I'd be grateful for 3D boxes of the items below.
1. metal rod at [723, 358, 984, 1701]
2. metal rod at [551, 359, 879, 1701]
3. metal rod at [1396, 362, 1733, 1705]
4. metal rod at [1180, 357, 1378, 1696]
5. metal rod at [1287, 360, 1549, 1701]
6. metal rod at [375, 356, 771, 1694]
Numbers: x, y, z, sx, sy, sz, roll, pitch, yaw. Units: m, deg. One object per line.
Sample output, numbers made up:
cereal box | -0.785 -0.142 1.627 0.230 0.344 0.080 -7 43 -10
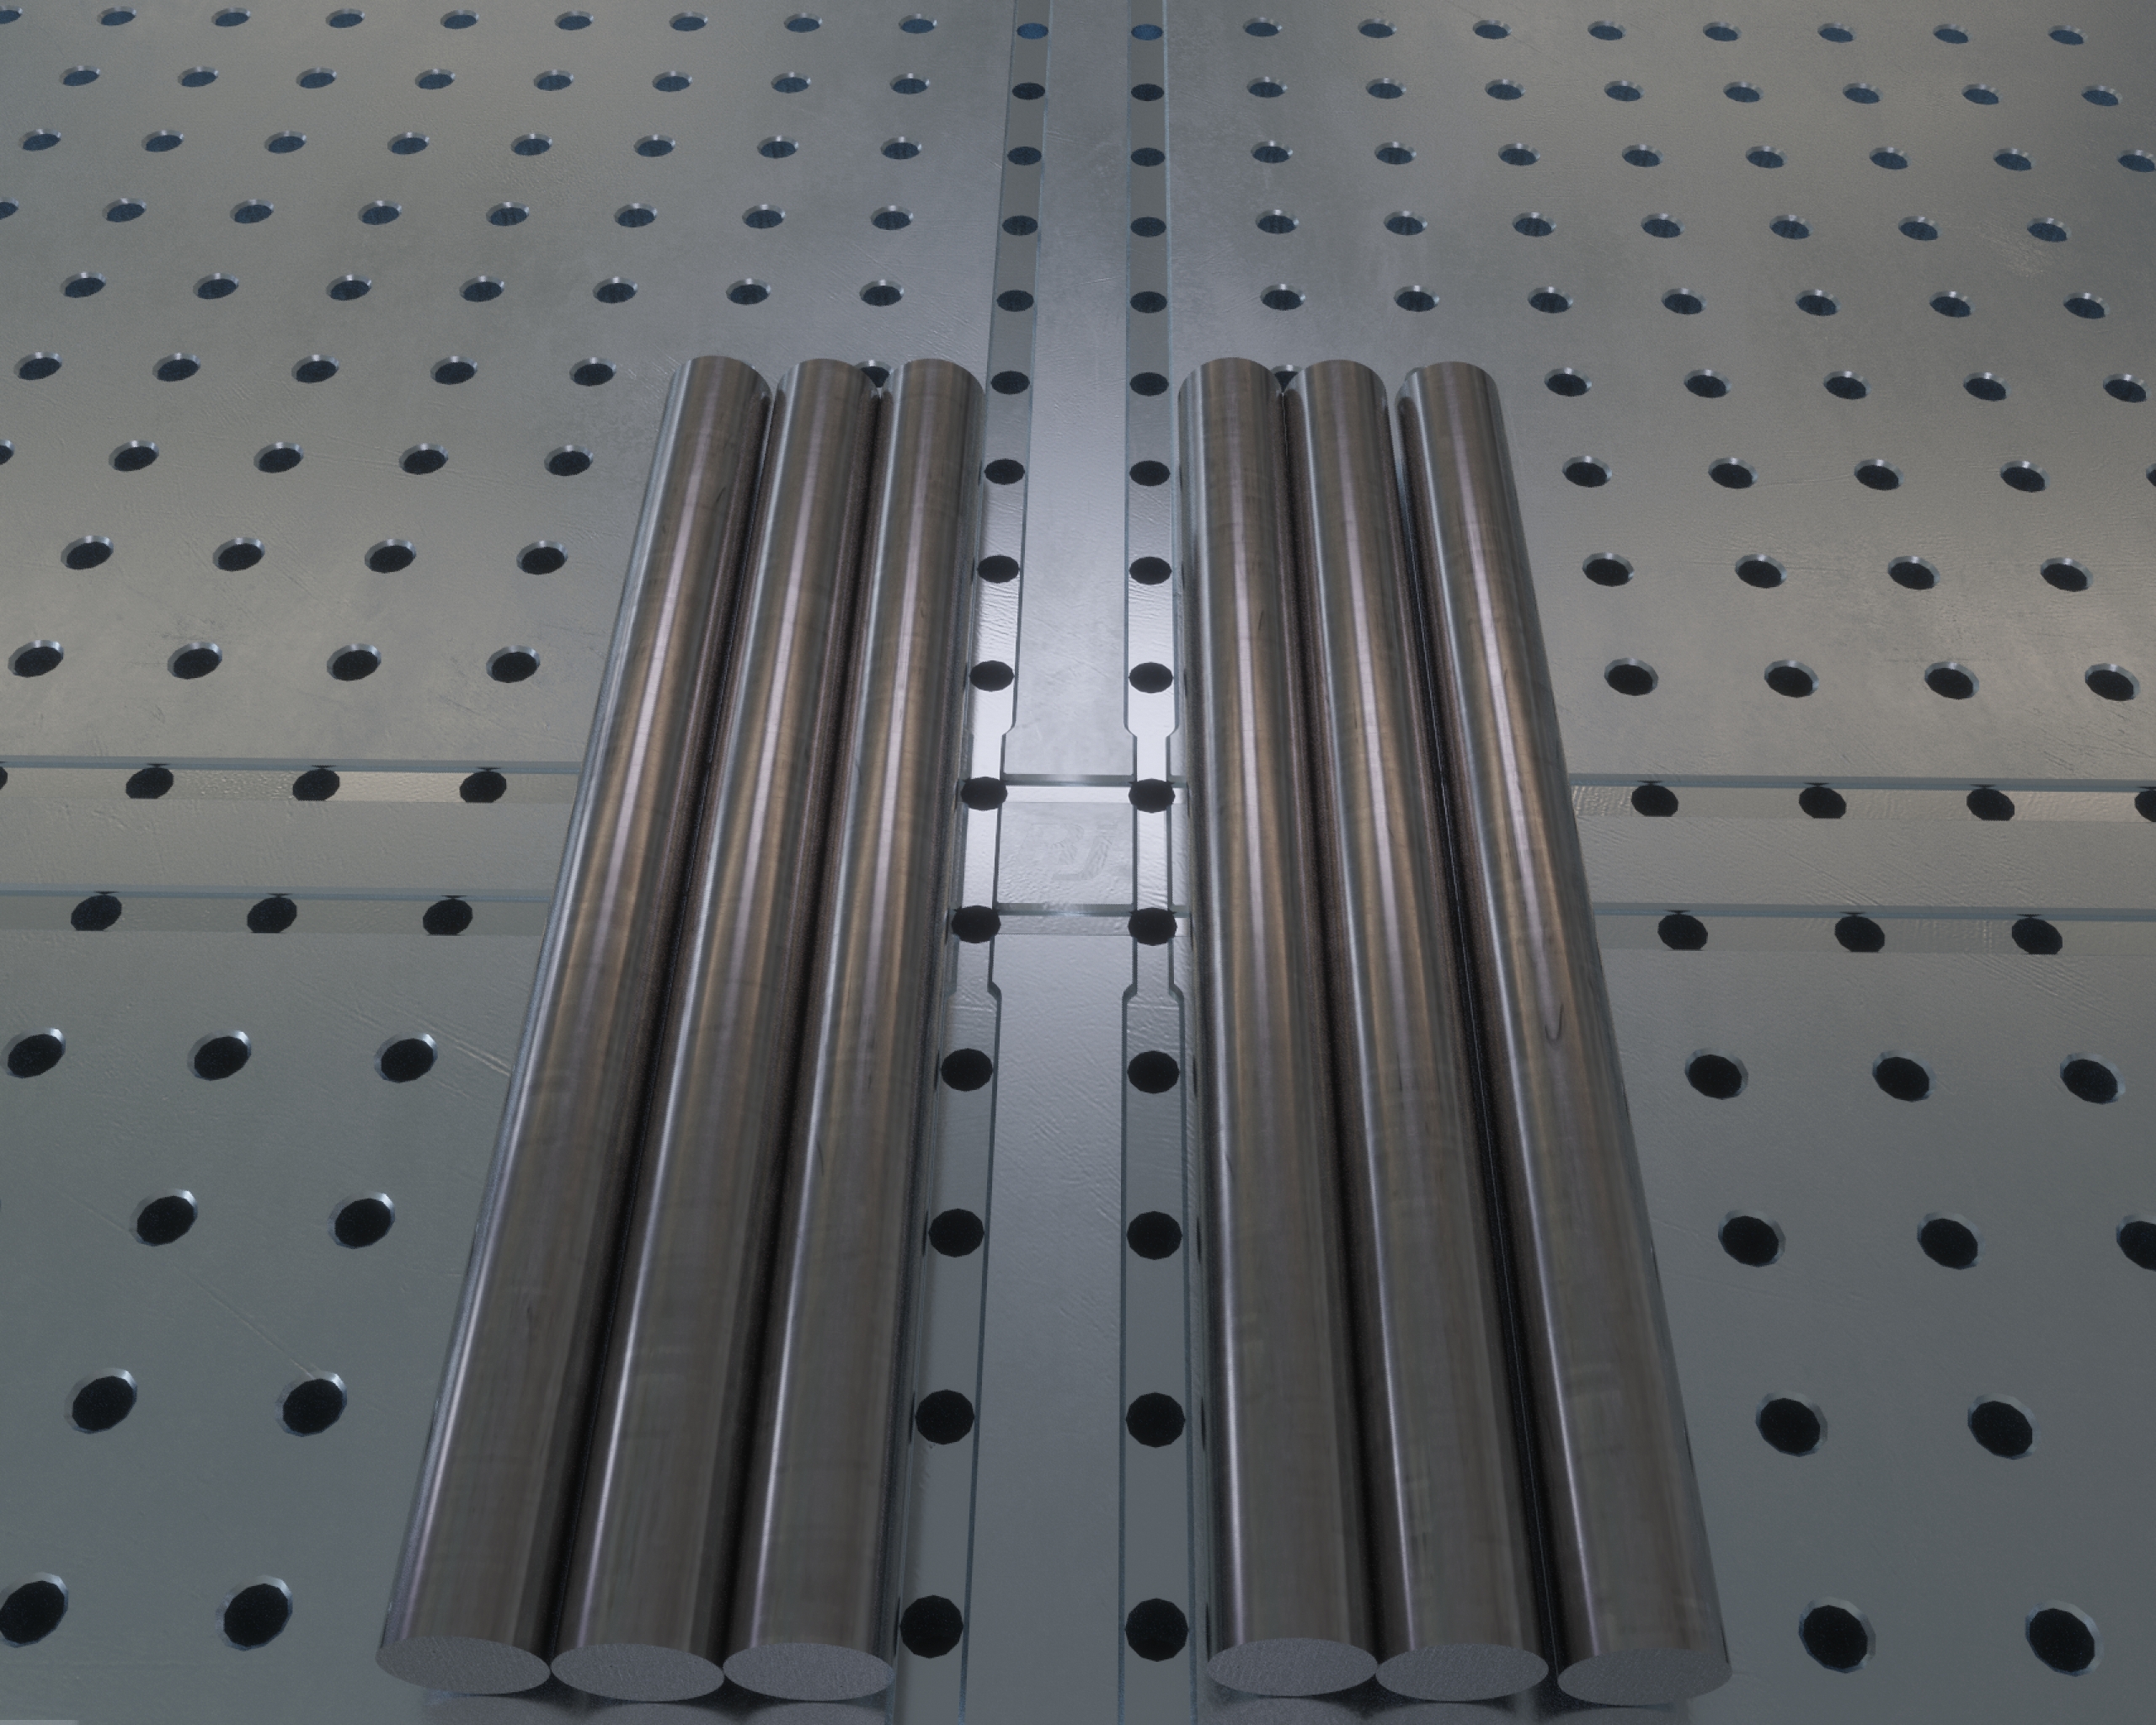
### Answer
metal rod | -0.037 0.004 0.403 0.025 0.025 0.300 1 50 1
metal rod | -0.062 0.004 0.403 0.025 0.025 0.300 1 50 1
metal rod | 0.086 0.005 0.403 0.025 0.025 0.300 1 50 1
metal rod | 0.034 0.004 0.404 0.025 0.025 0.300 1 50 1
metal rod | 0.059 0.004 0.404 0.025 0.025 0.300 1 50 1
metal rod | -0.088 0.004 0.404 0.025 0.025 0.300 1 50 1
